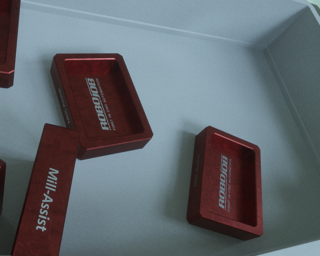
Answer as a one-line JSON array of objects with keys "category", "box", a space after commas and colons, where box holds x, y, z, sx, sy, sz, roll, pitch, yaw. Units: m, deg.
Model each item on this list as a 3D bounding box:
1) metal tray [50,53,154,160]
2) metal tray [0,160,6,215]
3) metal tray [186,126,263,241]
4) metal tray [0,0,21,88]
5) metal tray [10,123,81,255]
[{"category": "metal tray", "box": [-0.073, -0.032, 0.382, 0.091, 0.030, 0.130, -9, 66, -32]}, {"category": "metal tray", "box": [-0.153, 0.071, 0.213, 0.030, 0.129, 0.090, 37, 51, -4]}, {"category": "metal tray", "box": [0.087, 0.070, 0.406, 0.091, 0.030, 0.130, 22, 54, -15]}, {"category": "metal tray", "box": [-0.213, -0.112, 0.355, 0.091, 0.030, 0.130, 5, 60, -26]}, {"category": "metal tray", "box": [-0.102, 0.073, 0.264, 0.030, 0.090, 0.130, 15, 56, -20]}]
